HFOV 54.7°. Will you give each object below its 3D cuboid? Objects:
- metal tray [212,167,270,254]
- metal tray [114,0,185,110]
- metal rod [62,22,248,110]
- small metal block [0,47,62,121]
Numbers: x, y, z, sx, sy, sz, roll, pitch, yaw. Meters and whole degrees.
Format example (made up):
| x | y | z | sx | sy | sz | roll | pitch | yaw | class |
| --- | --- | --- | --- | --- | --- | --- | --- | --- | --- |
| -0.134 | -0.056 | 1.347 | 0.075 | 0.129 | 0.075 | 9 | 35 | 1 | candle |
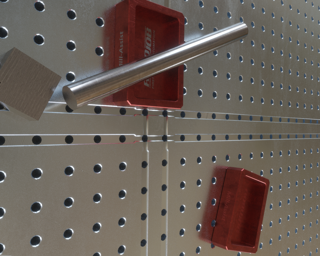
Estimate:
| x | y | z | sx | sy | sz | roll | pitch | yaw | class |
| --- | --- | --- | --- | --- | --- | --- | --- | --- | --- |
| 0.140 | 0.140 | 0.526 | 0.090 | 0.030 | 0.130 | 25 | 75 | -38 | metal tray |
| -0.012 | -0.090 | 0.397 | 0.091 | 0.030 | 0.129 | 2 | 89 | -40 | metal tray |
| 0.019 | -0.089 | 0.386 | 0.302 | 0.025 | 0.025 | -30 | 109 | -36 | metal rod |
| -0.133 | -0.041 | 0.299 | 0.050 | 0.025 | 0.050 | 34 | 69 | -35 | small metal block |
